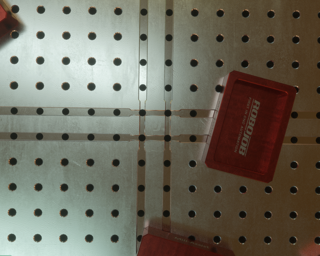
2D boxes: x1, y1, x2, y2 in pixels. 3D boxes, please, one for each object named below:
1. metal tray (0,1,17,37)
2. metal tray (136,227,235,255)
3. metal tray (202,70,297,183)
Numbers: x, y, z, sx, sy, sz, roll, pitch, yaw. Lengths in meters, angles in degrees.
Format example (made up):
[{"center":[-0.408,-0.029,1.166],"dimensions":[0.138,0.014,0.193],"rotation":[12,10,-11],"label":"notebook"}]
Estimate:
[{"center":[-0.267,-0.168,0.407],"dimensions":[0.090,0.030,0.130],"rotation":[-37,90,-1],"label":"metal tray"},{"center":[0.029,0.195,0.411],"dimensions":[0.131,0.030,0.090],"rotation":[17,90,-1],"label":"metal tray"},{"center":[0.117,-0.002,0.412],"dimensions":[0.091,0.030,0.129],"rotation":[15,90,-1],"label":"metal tray"}]
